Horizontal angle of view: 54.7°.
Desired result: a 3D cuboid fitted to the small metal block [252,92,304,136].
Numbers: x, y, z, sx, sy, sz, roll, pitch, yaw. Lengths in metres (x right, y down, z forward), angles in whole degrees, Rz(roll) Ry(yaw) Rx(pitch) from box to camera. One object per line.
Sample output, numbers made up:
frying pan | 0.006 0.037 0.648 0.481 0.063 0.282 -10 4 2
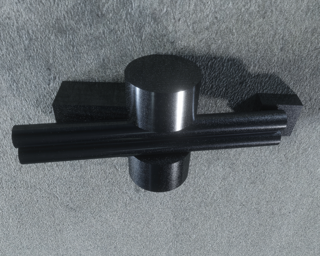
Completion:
small metal block | 0.146 -0.017 0.396 0.050 0.025 0.050 2 130 -2

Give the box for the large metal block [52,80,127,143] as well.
large metal block | -0.079 -0.010 0.383 0.081 0.050 0.079 1 130 -2

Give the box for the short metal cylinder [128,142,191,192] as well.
short metal cylinder | -0.001 0.036 0.403 0.081 0.080 0.050 1 130 -1

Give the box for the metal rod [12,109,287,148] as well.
metal rod | -0.004 0.000 0.350 0.302 0.025 0.025 -4 131 -8

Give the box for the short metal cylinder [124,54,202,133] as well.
short metal cylinder | 0.003 -0.040 0.339 0.081 0.080 0.050 1 130 -1

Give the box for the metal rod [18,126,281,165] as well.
metal rod | -0.005 0.019 0.366 0.302 0.025 0.025 -4 131 -8
